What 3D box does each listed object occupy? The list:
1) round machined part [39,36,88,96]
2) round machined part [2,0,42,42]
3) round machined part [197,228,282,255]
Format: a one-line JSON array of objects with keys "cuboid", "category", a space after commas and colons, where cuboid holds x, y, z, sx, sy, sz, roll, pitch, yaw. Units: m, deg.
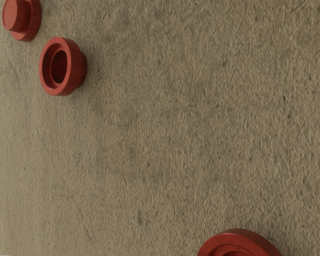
[{"cuboid": [-0.161, -0.102, 0.527, 0.098, 0.042, 0.097, 0, 90, 40], "category": "round machined part"}, {"cuboid": [-0.286, -0.228, 0.630, 0.098, 0.042, 0.097, 0, 90, 40], "category": "round machined part"}, {"cuboid": [0.089, 0.153, 0.320, 0.098, 0.042, 0.097, 0, 90, 40], "category": "round machined part"}]
